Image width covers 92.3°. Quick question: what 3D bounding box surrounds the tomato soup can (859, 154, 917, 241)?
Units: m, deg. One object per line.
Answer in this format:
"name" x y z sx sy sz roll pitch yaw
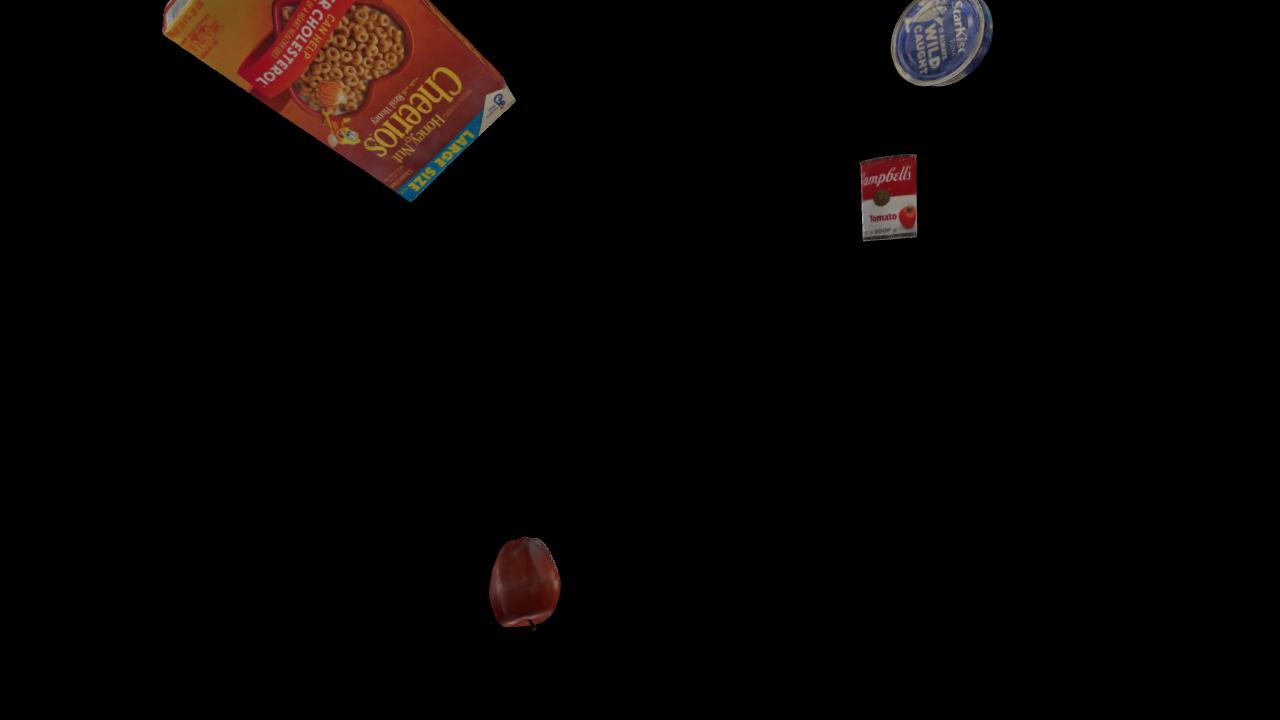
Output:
"tomato soup can" 0.317 -0.205 0.786 0.068 0.101 0.068 -5 10 1

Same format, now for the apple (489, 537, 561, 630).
"apple" -0.123 0.239 0.654 0.079 0.093 0.079 -11 -23 -5

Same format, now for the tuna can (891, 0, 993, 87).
"tuna can" 0.288 -0.306 0.587 0.084 0.084 0.034 0 15 46

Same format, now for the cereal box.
"cereal box" -0.318 -0.342 0.702 0.203 0.081 0.306 -37 -34 13
